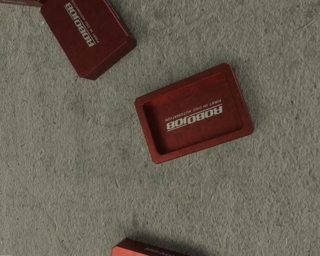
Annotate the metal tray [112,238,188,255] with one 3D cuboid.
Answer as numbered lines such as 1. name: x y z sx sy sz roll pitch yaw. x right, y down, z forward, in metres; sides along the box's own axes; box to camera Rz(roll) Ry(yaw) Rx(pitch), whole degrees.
1. metal tray: -0.003 0.208 0.407 0.130 0.030 0.089 8 93 19

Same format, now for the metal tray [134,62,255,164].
1. metal tray: 0.041 -0.016 0.391 0.130 0.030 0.090 -20 84 18

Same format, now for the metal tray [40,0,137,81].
1. metal tray: -0.104 -0.145 0.443 0.090 0.030 0.130 -36 79 16

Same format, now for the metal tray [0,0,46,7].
1. metal tray: -0.220 -0.242 0.483 0.130 0.030 0.089 13 94 19
